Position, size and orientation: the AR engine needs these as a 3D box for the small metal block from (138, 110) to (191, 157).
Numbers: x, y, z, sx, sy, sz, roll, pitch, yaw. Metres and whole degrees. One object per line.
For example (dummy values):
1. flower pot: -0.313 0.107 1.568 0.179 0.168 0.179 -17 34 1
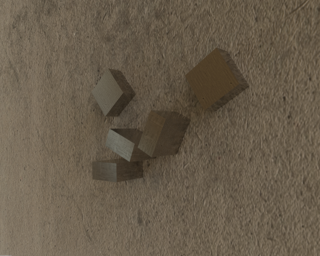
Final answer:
1. small metal block: 0.006 0.007 0.384 0.025 0.050 0.050 32 110 35

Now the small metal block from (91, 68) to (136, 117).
1. small metal block: -0.070 -0.052 0.463 0.050 0.025 0.050 -48 62 29

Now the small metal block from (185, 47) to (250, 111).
1. small metal block: 0.064 -0.054 0.352 0.050 0.025 0.050 -39 66 33

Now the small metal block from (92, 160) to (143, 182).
1. small metal block: -0.060 0.059 0.438 0.050 0.050 0.025 -2 89 40

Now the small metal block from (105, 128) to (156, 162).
1. small metal block: -0.036 0.022 0.419 0.050 0.050 0.025 27 107 36
